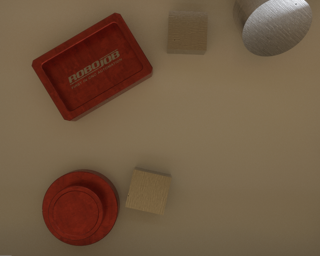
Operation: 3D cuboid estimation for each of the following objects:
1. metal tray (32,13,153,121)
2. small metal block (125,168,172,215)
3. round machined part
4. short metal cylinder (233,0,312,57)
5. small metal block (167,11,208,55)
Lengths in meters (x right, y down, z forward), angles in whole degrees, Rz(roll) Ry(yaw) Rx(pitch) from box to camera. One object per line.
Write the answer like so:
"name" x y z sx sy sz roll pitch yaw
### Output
"metal tray" -0.086 -0.078 0.407 0.130 0.030 0.090 -31 90 -1
"small metal block" -0.015 0.083 0.411 0.050 0.025 0.050 13 90 -1
"round machined part" -0.104 0.105 0.402 0.099 0.042 0.097 0 90 -1
"short metal cylinder" 0.135 -0.135 0.379 0.081 0.080 0.050 -5 50 -1
"small metal block" 0.036 -0.126 0.412 0.050 0.025 0.050 2 90 -1
